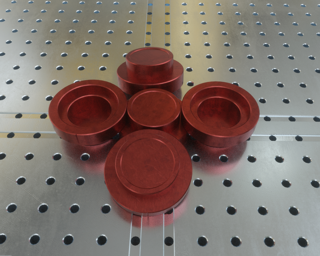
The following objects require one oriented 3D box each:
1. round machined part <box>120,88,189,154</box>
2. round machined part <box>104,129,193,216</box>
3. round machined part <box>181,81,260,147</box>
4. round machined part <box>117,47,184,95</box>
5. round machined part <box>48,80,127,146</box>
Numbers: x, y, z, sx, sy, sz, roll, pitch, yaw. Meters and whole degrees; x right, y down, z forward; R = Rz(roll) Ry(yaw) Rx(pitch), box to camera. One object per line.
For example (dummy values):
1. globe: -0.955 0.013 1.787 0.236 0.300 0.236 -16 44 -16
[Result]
1. round machined part: -0.008 -0.015 0.407 0.099 0.042 0.098 0 50 0
2. round machined part: -0.013 0.045 0.344 0.099 0.042 0.098 0 65 0
3. round machined part: 0.077 -0.014 0.408 0.099 0.042 0.098 0 50 0
4. round machined part: -0.014 -0.087 0.455 0.099 0.042 0.098 -1 36 1
5. round machined part: -0.091 -0.016 0.408 0.099 0.042 0.098 0 50 0
